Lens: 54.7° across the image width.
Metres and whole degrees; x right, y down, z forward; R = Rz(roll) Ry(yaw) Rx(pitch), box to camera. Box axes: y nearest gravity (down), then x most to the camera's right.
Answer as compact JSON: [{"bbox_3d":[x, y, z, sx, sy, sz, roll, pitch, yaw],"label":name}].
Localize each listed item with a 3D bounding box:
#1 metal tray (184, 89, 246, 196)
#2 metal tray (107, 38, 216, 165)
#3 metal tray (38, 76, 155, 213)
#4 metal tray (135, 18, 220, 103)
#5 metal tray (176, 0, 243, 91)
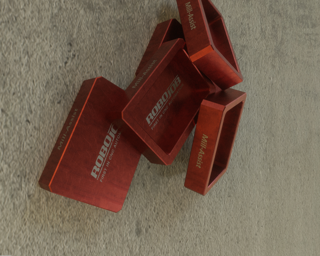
[{"bbox_3d":[0.076,0.017,0.425,0.091,0.030,0.129,-29,133,-53],"label":"metal tray"},{"bbox_3d":[0.008,-0.032,0.373,0.090,0.030,0.130,49,61,-29],"label":"metal tray"},{"bbox_3d":[-0.065,0.019,0.349,0.090,0.030,0.130,31,71,-36],"label":"metal tray"},{"bbox_3d":[0.036,-0.076,0.435,0.130,0.030,0.090,34,69,-35],"label":"metal tray"},{"bbox_3d":[0.065,-0.125,0.415,0.090,0.030,0.130,29,44,-47],"label":"metal tray"}]
